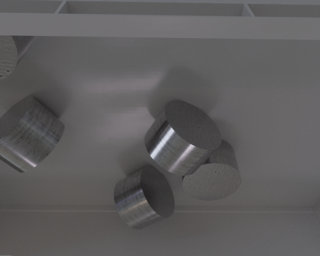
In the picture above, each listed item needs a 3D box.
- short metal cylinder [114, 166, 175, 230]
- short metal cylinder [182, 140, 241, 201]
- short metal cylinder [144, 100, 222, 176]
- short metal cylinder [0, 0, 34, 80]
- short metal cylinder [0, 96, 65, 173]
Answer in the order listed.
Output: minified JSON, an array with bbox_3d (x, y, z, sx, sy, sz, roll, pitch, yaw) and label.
[{"bbox_3d":[-0.022,0.103,0.460,0.050,0.080,0.080,-31,124,23],"label":"short metal cylinder"},{"bbox_3d":[0.071,0.059,0.444,0.081,0.050,0.079,0,130,0],"label":"short metal cylinder"},{"bbox_3d":[0.028,0.012,0.383,0.080,0.080,0.050,23,126,-18],"label":"short metal cylinder"},{"bbox_3d":[-0.176,-0.094,0.311,0.081,0.050,0.079,0,130,0],"label":"short metal cylinder"},{"bbox_3d":[-0.165,0.007,0.377,0.080,0.080,0.050,-28,125,21],"label":"short metal cylinder"}]
